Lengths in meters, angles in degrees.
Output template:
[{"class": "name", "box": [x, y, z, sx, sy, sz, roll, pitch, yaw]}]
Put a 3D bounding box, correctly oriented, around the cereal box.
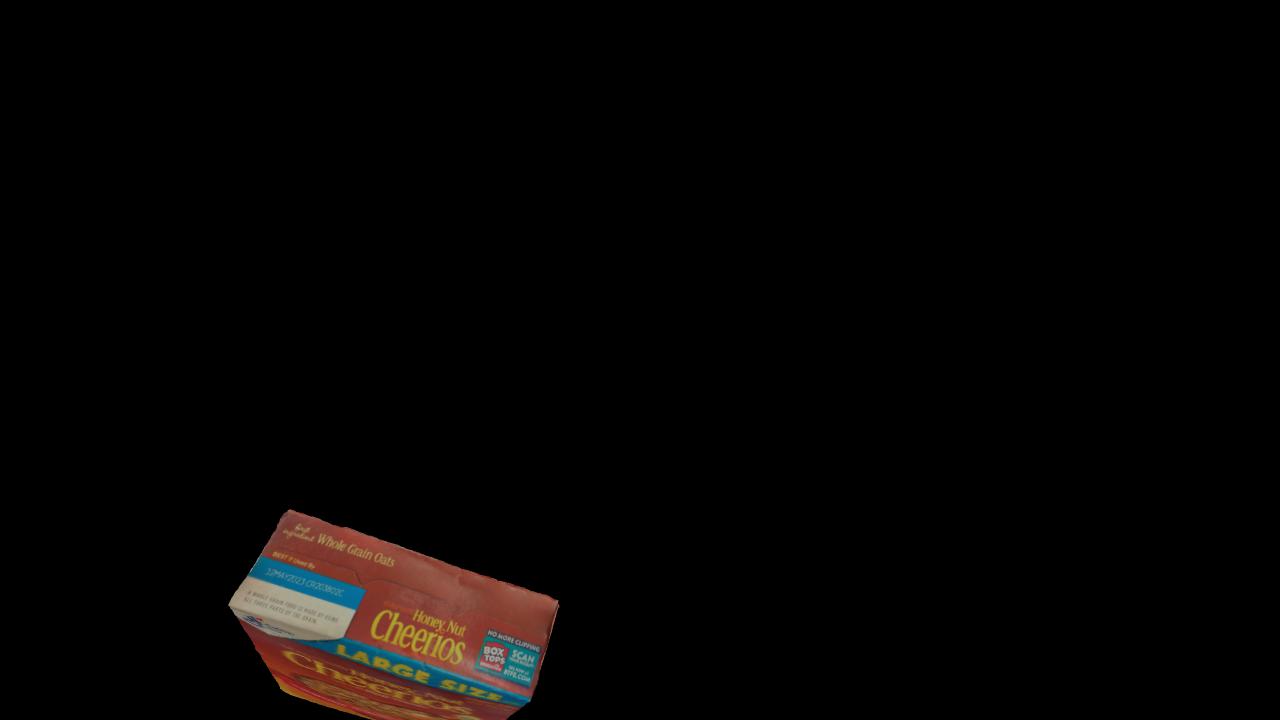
[{"class": "cereal box", "box": [-0.205, 0.246, 0.520, 0.203, 0.081, 0.306, 22, -40, -8]}]
